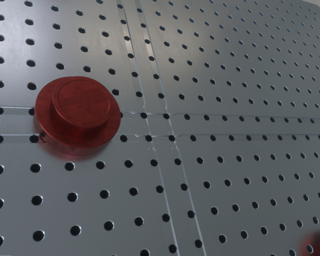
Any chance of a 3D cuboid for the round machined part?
[{"bbox_3d":[-0.092,-0.021,0.360,0.099,0.042,0.098,13,56,-21],"label":"round machined part"}]
